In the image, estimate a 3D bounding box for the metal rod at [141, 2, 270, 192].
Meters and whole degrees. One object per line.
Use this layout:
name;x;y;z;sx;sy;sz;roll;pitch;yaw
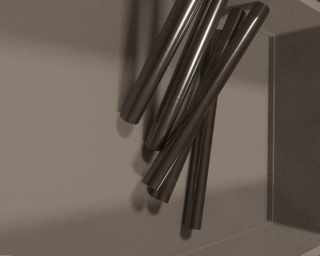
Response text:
metal rod;0.067;-0.050;0.414;0.025;0.025;0.300;42;75;-33

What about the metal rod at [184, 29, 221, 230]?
metal rod;0.069;-0.002;0.466;0.025;0.025;0.298;14;81;-40

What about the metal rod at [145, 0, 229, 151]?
metal rod;0.046;-0.104;0.351;0.025;0.025;0.298;4;119;-40

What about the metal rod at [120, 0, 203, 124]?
metal rod;0.030;-0.131;0.323;0.025;0.025;0.298;9;120;-40

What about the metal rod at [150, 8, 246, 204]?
metal rod;0.058;-0.039;0.438;0.025;0.025;0.299;33;76;-36
